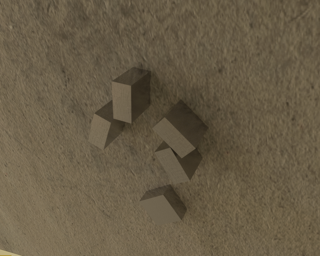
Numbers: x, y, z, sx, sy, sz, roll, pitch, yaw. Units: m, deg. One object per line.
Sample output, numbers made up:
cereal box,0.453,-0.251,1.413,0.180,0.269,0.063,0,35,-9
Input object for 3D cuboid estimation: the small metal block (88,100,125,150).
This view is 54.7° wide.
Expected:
small metal block,-0.069,-0.006,0.421,0.025,0.050,0.050,29,128,9

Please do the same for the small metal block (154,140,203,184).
small metal block,0.025,0.035,0.398,0.025,0.050,0.050,-20,108,35

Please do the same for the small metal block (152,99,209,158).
small metal block,0.026,0.000,0.376,0.050,0.050,0.025,46,129,-4

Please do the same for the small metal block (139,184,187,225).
small metal block,0.005,0.119,0.476,0.050,0.025,0.050,-25,105,36

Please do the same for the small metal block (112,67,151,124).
small metal block,-0.034,-0.041,0.382,0.025,0.050,0.050,16,125,19
